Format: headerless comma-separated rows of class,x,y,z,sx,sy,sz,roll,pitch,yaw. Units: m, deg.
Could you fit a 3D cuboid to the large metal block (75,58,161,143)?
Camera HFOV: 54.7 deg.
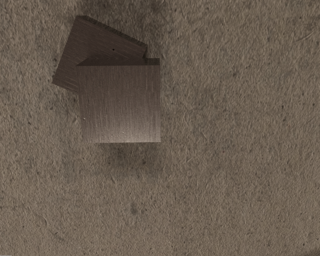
large metal block,-0.040,-0.031,0.331,0.081,0.050,0.079,-1,110,-1

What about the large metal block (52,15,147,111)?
large metal block,-0.069,-0.077,0.367,0.080,0.050,0.080,24,108,-9
